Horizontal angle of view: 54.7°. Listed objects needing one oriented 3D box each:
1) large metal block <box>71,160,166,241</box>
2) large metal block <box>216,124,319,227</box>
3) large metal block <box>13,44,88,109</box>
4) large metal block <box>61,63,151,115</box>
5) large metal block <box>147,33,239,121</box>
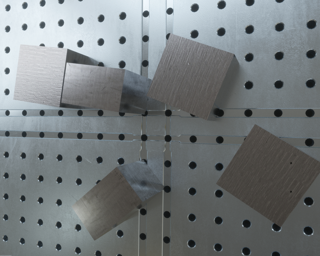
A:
[{"bbox_3d":[-0.050,0.089,0.400,0.080,0.080,0.050,-41,77,15],"label":"large metal block"},{"bbox_3d":[0.124,0.050,0.356,0.080,0.050,0.080,33,101,16],"label":"large metal block"},{"bbox_3d":[-0.159,-0.074,0.454,0.080,0.050,0.079,10,93,19],"label":"large metal block"},{"bbox_3d":[-0.067,-0.049,0.406,0.080,0.080,0.050,10,94,19],"label":"large metal block"},{"bbox_3d":[0.042,-0.061,0.384,0.080,0.050,0.080,24,98,18],"label":"large metal block"}]
